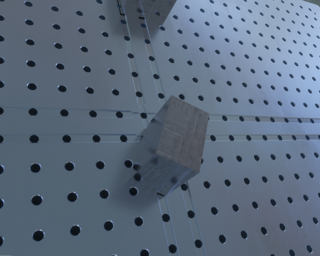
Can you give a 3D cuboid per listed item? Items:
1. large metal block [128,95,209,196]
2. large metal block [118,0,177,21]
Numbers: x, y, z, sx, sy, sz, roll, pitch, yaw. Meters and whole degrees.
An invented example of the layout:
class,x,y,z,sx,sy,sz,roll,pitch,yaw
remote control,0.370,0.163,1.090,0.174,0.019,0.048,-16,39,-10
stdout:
class,x,y,z,sx,sy,sz,roll,pitch,yaw
large metal block,0.010,0.023,0.364,0.050,0.080,0.080,25,53,-13
large metal block,-0.026,-0.233,0.520,0.081,0.050,0.080,0,62,-28
